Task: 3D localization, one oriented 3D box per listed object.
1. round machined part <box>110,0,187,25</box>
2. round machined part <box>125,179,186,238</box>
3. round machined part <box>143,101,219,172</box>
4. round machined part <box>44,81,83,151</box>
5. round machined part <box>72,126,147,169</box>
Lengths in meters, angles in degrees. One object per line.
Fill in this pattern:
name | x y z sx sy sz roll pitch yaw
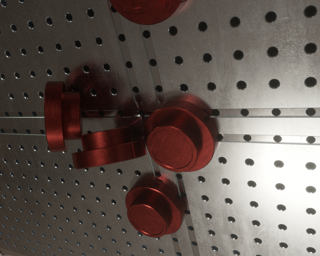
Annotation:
round machined part | -0.019 -0.154 0.314 0.098 0.042 0.097 13 124 20
round machined part | -0.012 0.132 0.487 0.098 0.042 0.097 13 124 20
round machined part | 0.022 0.017 0.398 0.098 0.042 0.097 13 124 20
round machined part | -0.132 -0.016 0.434 0.042 0.098 0.097 -2 124 -12
round machined part | -0.070 0.025 0.420 0.098 0.099 0.042 -11 88 33
